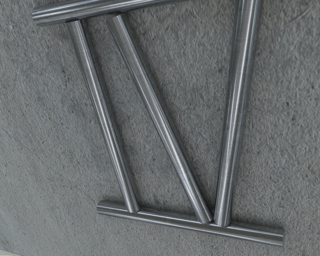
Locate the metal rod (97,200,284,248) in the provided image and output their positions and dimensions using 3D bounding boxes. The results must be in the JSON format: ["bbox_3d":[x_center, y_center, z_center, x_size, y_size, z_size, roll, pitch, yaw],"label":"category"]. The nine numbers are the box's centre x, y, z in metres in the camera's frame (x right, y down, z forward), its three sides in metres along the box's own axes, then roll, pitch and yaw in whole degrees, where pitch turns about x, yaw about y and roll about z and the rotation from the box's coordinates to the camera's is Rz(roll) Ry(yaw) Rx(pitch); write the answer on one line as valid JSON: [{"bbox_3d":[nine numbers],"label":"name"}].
[{"bbox_3d":[0.030,0.143,0.478,0.301,0.025,0.025,1,119,27],"label":"metal rod"}]

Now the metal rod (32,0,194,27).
[{"bbox_3d":[-0.021,-0.140,0.331,0.301,0.025,0.025,1,119,27],"label":"metal rod"}]

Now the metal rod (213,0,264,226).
[{"bbox_3d":[0.086,0.002,0.362,0.025,0.025,0.298,12,124,21],"label":"metal rod"}]

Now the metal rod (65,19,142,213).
[{"bbox_3d":[-0.073,-0.001,0.443,0.025,0.025,0.298,1,119,27],"label":"metal rod"}]

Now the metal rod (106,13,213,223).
[{"bbox_3d":[0.008,0.001,0.403,0.025,0.025,0.299,-12,113,33],"label":"metal rod"}]
